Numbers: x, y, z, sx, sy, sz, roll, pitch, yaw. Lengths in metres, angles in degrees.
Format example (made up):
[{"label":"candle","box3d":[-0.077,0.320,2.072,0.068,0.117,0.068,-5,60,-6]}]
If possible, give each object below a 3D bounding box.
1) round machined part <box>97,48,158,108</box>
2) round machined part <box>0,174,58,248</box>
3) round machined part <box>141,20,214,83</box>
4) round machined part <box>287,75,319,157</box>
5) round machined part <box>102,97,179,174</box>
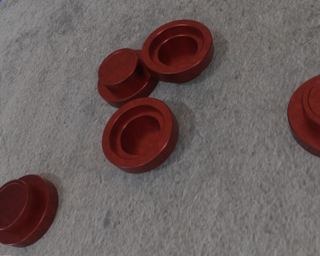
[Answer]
[{"label":"round machined part","box3d":[-0.054,-0.082,0.470,0.098,0.042,0.098,-13,56,20]},{"label":"round machined part","box3d":[-0.193,0.109,0.425,0.098,0.042,0.098,-13,56,20]},{"label":"round machined part","box3d":[0.027,-0.102,0.435,0.098,0.042,0.098,-8,58,14]},{"label":"round machined part","box3d":[0.180,-0.019,0.310,0.098,0.042,0.098,-13,56,20]},{"label":"round machined part","box3d":[-0.021,0.013,0.395,0.098,0.042,0.098,-13,56,20]}]
